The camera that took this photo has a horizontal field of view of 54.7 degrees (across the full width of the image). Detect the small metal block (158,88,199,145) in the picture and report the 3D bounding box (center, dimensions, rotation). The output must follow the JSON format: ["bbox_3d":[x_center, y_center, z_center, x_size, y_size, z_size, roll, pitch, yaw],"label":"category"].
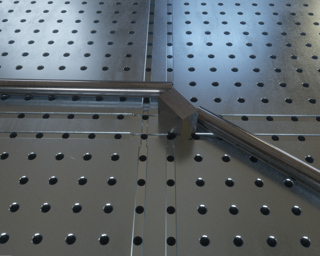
[{"bbox_3d":[0.022,-0.015,0.404,0.025,0.050,0.050,-29,56,-22],"label":"small metal block"}]

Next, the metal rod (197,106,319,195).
[{"bbox_3d":[0.167,0.053,0.363,0.300,0.025,0.025,32,57,23],"label":"metal rod"}]

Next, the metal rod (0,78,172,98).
[{"bbox_3d":[-0.133,-0.059,0.455,0.302,0.025,0.025,1,50,1],"label":"metal rod"}]
